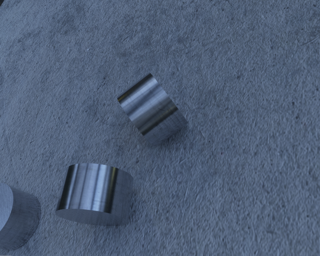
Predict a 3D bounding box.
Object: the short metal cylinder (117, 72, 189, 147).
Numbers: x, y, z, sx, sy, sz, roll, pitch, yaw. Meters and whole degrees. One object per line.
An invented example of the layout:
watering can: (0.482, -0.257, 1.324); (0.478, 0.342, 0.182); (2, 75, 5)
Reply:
short metal cylinder: (-0.009, -0.023, 0.387); (0.050, 0.080, 0.080); (-37, 51, 4)

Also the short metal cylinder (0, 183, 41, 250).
short metal cylinder: (-0.213, 0.122, 0.425); (0.080, 0.050, 0.080); (-13, 56, 21)

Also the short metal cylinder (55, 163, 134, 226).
short metal cylinder: (-0.074, 0.079, 0.359); (0.080, 0.080, 0.050); (-8, 58, 24)
